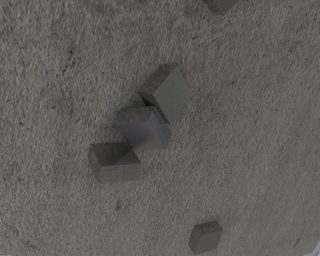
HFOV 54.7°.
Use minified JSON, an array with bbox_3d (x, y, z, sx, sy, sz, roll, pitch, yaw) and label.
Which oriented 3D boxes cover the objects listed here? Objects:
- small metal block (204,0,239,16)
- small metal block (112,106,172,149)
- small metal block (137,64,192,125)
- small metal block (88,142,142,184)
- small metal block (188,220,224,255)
[{"bbox_3d":[0.070,-0.163,0.344,0.050,0.025,0.050,-46,129,3],"label":"small metal block"},{"bbox_3d":[-0.021,0.001,0.377,0.050,0.050,0.025,57,42,-39],"label":"small metal block"},{"bbox_3d":[0.007,-0.041,0.373,0.050,0.025,0.050,-52,133,-23],"label":"small metal block"},{"bbox_3d":[-0.057,0.042,0.385,0.050,0.050,0.025,-1,119,-28],"label":"small metal block"},{"bbox_3d":[0.085,0.205,0.581,0.050,0.025,0.050,-3,120,-27],"label":"small metal block"}]
